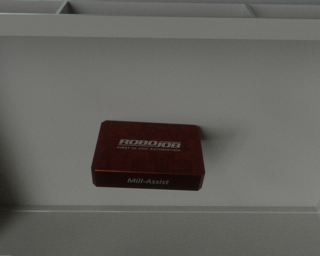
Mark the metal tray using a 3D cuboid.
[{"bbox_3d":[-0.014,0.033,0.393,0.131,0.090,0.030,3,130,-3],"label":"metal tray"}]
